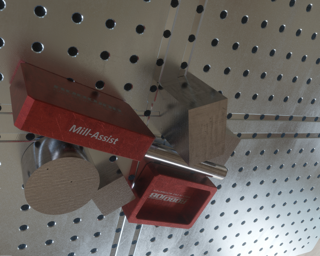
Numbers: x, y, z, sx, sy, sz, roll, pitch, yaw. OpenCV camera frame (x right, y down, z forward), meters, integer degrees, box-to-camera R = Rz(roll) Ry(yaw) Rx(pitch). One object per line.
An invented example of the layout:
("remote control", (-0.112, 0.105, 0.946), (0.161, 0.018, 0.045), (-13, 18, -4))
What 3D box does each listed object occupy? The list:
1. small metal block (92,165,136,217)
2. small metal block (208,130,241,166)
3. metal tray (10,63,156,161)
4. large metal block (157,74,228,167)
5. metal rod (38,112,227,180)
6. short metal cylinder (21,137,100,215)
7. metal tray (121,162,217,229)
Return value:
("small metal block", (-0.068, 0.087, 0.429), (0.050, 0.025, 0.050), (-29, 128, -10))
("small metal block", (0.088, 0.026, 0.475), (0.050, 0.025, 0.050), (18, 109, -35))
("metal tray", (-0.078, -0.015, 0.316), (0.131, 0.090, 0.030), (20, 108, -36))
("large metal block", (0.039, -0.012, 0.391), (0.050, 0.080, 0.079), (-17, 126, -19))
("metal rod", (-0.013, 0.030, 0.422), (0.302, 0.025, 0.025), (21, 107, -36))
("short metal cylinder", (-0.117, 0.054, 0.363), (0.081, 0.050, 0.079), (-14, 124, -21))
("metal tray", (0.017, 0.110, 0.484), (0.131, 0.030, 0.090), (20, 108, -36))
